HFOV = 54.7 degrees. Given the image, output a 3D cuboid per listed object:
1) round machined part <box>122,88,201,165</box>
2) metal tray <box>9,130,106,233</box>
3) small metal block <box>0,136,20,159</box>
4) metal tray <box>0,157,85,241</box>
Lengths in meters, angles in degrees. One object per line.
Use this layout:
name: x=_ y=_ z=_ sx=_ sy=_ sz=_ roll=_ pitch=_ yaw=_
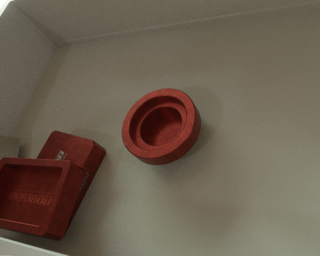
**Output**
round machined part: x=0.005 y=0.002 z=0.390 sx=0.098 sy=0.042 sz=0.098 roll=-13 pitch=56 yaw=20
metal tray: x=-0.142 y=0.073 z=0.431 sx=0.090 sy=0.030 sz=0.130 roll=12 pitch=67 yaw=32
small metal block: x=-0.254 y=0.040 z=0.492 sx=0.025 sy=0.050 sz=0.050 roll=-51 pitch=39 yaw=43
metal tray: x=-0.167 y=0.086 z=0.395 sx=0.130 sy=0.030 sz=0.090 roll=0 pitch=61 yaw=27
